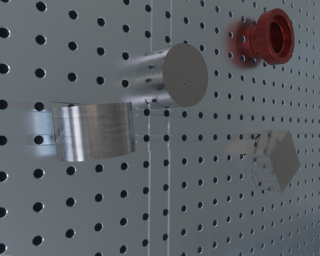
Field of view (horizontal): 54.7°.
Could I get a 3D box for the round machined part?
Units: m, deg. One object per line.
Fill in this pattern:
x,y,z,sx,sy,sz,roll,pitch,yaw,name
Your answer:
0.203,-0.163,0.568,0.099,0.042,0.097,0,90,-40,round machined part

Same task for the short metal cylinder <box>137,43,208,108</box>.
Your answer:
0.018,-0.067,0.408,0.081,0.050,0.079,0,90,-40,short metal cylinder

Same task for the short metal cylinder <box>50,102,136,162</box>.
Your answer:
-0.067,0.002,0.317,0.081,0.080,0.050,-9,96,-40,short metal cylinder

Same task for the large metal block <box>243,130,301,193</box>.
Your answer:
0.206,0.059,0.566,0.080,0.050,0.080,-39,114,-33,large metal block
